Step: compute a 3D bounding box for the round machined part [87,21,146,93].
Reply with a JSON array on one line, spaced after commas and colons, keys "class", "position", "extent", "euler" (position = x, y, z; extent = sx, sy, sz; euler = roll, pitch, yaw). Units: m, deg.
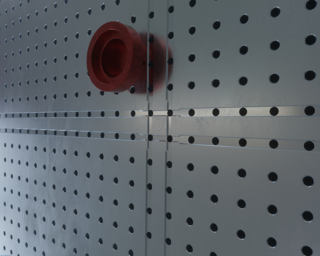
[{"class": "round machined part", "position": [-0.059, -0.100, 0.448], "extent": [0.098, 0.042, 0.097], "euler": [0, 90, 40]}]
